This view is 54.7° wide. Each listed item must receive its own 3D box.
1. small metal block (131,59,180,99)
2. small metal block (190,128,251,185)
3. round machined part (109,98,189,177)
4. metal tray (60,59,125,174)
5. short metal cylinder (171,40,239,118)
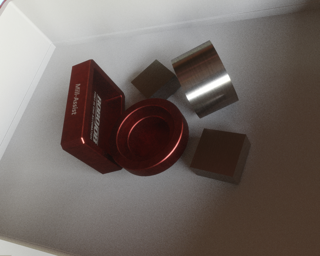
[{"bbox_3d":[-0.006,-0.064,0.444,0.050,0.025,0.050,-42,50,-1],"label":"small metal block"},{"bbox_3d":[0.068,0.031,0.348,0.050,0.025,0.050,9,66,33],"label":"small metal block"},{"bbox_3d":[-0.010,0.015,0.386,0.098,0.042,0.098,-13,56,20],"label":"round machined part"},{"bbox_3d":[-0.083,-0.015,0.413,0.030,0.090,0.130,-16,55,20],"label":"metal tray"},{"bbox_3d":[0.054,-0.058,0.375,0.050,0.080,0.080,-26,53,12],"label":"short metal cylinder"}]
